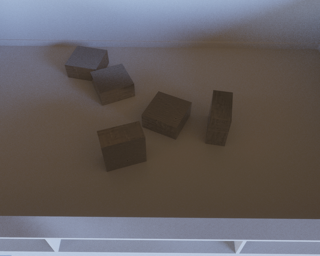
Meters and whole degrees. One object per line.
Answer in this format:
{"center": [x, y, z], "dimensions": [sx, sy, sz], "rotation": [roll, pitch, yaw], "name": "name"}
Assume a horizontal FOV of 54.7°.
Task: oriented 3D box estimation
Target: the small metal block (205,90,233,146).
{"center": [0.076, -0.012, 0.400], "dimensions": [0.025, 0.050, 0.050], "rotation": [8, 51, 6], "name": "small metal block"}

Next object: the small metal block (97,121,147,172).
{"center": [-0.044, 0.023, 0.369], "dimensions": [0.050, 0.050, 0.025], "rotation": [-14, 52, -12], "name": "small metal block"}

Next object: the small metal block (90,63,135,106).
{"center": [-0.070, -0.065, 0.459], "dimensions": [0.050, 0.025, 0.050], "rotation": [-19, 53, -16], "name": "small metal block"}

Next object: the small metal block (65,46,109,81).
{"center": [-0.114, -0.102, 0.489], "dimensions": [0.050, 0.025, 0.050], "rotation": [10, 51, 8], "name": "small metal block"}

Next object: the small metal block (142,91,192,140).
{"center": [0.010, -0.018, 0.420], "dimensions": [0.050, 0.025, 0.050], "rotation": [21, 53, 16], "name": "small metal block"}
